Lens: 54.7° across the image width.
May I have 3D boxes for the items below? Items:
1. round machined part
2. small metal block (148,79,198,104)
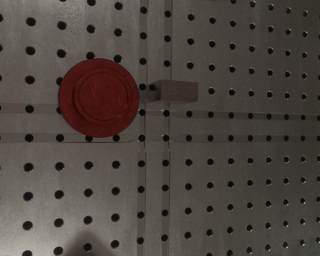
[{"bbox_3d":[-0.072,-0.036,0.378,0.099,0.042,0.097,0,90,-21],"label":"round machined part"},{"bbox_3d":[0.016,-0.046,0.406,0.050,0.050,0.025,1,90,-20],"label":"small metal block"}]
